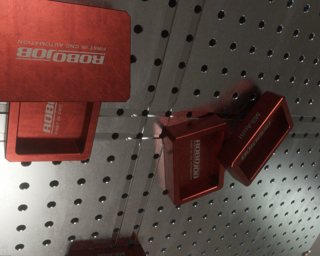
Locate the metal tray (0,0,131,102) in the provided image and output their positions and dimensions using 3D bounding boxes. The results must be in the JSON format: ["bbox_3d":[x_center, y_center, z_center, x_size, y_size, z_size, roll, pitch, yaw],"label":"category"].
[{"bbox_3d":[-0.094,-0.070,0.293,0.131,0.030,0.089,-2,97,-28],"label":"metal tray"}]

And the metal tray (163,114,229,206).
[{"bbox_3d":[0.054,0.050,0.470,0.091,0.030,0.129,-16,125,-20],"label":"metal tray"}]

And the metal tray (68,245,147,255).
[{"bbox_3d":[-0.093,0.241,0.507,0.131,0.030,0.089,9,114,-33],"label":"metal tray"}]

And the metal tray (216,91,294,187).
[{"bbox_3d":[0.151,0.019,0.480,0.130,0.030,0.090,-51,138,-7],"label":"metal tray"}]

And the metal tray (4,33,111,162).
[{"bbox_3d":[-0.112,-0.026,0.331,0.091,0.030,0.129,2,117,-30],"label":"metal tray"}]
